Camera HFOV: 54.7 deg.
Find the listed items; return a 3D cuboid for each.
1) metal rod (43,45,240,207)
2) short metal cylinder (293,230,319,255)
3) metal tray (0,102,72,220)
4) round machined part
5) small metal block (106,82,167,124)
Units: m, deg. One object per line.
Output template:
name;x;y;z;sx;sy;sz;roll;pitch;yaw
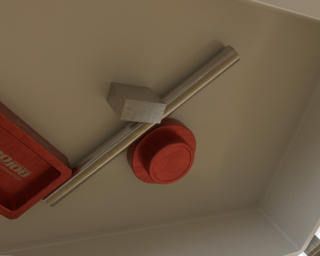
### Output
metal rod;-0.023;-0.004;0.394;0.301;0.025;0.025;-38;130;-3
short metal cylinder;0.385;0.306;0.781;0.050;0.080;0.080;-40;130;-1
metal tray;-0.172;0.035;0.333;0.090;0.030;0.130;-39;130;-2
round machined part;0.008;0.039;0.428;0.099;0.042;0.097;-14;125;-21
small metal block;-0.028;-0.030;0.360;0.050;0.050;0.025;5;116;-31
